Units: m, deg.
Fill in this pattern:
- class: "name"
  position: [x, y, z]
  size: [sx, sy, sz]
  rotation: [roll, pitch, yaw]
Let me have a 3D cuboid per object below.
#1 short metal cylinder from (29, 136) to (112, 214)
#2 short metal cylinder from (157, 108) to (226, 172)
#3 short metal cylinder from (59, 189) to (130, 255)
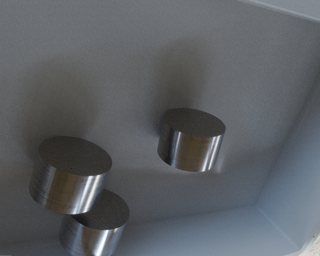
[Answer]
- class: "short metal cylinder"
  position: [-0.101, 0.051, 0.351]
  size: [0.081, 0.080, 0.050]
  rotation: [8, 114, -33]
- class: "short metal cylinder"
  position: [0.040, 0.013, 0.405]
  size: [0.081, 0.080, 0.050]
  rotation: [-5, 121, -27]
- class: "short metal cylinder"
  position: [-0.085, 0.122, 0.403]
  size: [0.081, 0.080, 0.050]
  rotation: [6, 116, -32]
